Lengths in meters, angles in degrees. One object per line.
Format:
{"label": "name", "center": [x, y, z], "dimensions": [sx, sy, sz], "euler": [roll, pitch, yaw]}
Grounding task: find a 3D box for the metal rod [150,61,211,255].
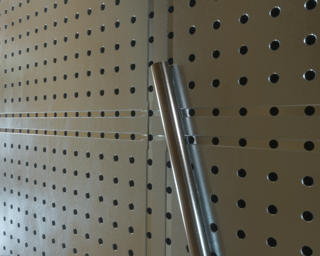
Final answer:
{"label": "metal rod", "center": [0.030, 0.061, 0.385], "dimensions": [0.025, 0.025, 0.299], "euler": [-19, 78, 38]}
